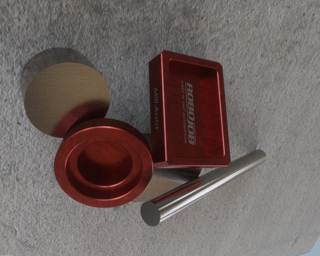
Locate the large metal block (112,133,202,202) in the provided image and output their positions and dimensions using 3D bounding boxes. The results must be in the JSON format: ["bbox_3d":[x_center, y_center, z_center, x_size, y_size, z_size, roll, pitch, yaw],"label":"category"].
[{"bbox_3d":[-0.006,0.048,0.400,0.081,0.080,0.050,4,116,-31],"label":"large metal block"}]

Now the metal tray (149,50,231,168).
[{"bbox_3d":[0.035,-0.019,0.365,0.091,0.030,0.129,5,76,-31],"label":"metal tray"}]

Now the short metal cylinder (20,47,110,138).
[{"bbox_3d":[-0.097,-0.037,0.317,0.081,0.050,0.079,-14,125,-21],"label":"short metal cylinder"}]

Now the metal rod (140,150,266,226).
[{"bbox_3d":[0.082,0.066,0.420,0.302,0.025,0.025,-11,127,-52],"label":"metal rod"}]

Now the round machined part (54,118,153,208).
[{"bbox_3d":[-0.058,0.033,0.330,0.099,0.042,0.097,-3,116,-5],"label":"round machined part"}]
